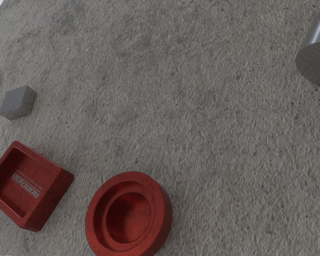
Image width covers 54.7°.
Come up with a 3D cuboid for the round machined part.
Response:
[{"bbox_3d":[-0.031,0.102,0.347,0.098,0.042,0.098,-13,56,21],"label":"round machined part"}]

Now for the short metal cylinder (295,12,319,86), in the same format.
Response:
[{"bbox_3d":[0.190,-0.081,0.319,0.080,0.080,0.050,18,72,35],"label":"short metal cylinder"}]

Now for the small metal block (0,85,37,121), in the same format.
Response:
[{"bbox_3d":[-0.260,-0.046,0.568,0.050,0.025,0.050,-13,56,21],"label":"small metal block"}]

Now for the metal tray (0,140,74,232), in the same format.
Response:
[{"bbox_3d":[-0.197,0.080,0.454,0.130,0.030,0.090,21,72,35],"label":"metal tray"}]
